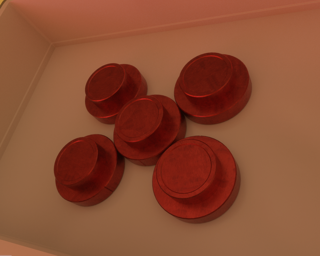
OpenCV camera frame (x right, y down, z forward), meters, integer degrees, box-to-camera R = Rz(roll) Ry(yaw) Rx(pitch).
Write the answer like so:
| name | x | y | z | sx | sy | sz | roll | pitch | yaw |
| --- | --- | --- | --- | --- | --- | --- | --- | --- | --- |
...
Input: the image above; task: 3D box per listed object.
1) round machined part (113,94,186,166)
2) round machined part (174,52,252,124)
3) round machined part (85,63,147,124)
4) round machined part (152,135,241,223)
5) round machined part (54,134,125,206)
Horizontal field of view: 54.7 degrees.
| name | x | y | z | sx | sy | sz | roll | pitch | yaw |
| --- | --- | --- | --- | --- | --- | --- | --- | --- | --- |
| round machined part | -0.019 | -0.003 | 0.403 | 0.098 | 0.042 | 0.098 | -13 | 56 | 20 |
| round machined part | 0.063 | -0.057 | 0.394 | 0.098 | 0.042 | 0.098 | -13 | 56 | 20 |
| round machined part | -0.072 | -0.058 | 0.465 | 0.098 | 0.042 | 0.098 | -13 | 56 | 20 |
| round machined part | 0.035 | 0.051 | 0.342 | 0.098 | 0.042 | 0.098 | -13 | 56 | 20 |
| round machined part | -0.100 | 0.051 | 0.413 | 0.098 | 0.042 | 0.098 | -13 | 56 | 20 |
